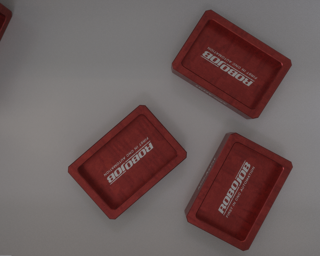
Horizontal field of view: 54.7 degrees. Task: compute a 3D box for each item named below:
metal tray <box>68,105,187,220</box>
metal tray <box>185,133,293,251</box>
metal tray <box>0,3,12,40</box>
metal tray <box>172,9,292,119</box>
[{"bbox_3d":[-0.041,0.043,0.408,0.130,0.030,0.090,-41,90,0],"label":"metal tray"},{"bbox_3d":[0.102,0.081,0.409,0.090,0.030,0.130,28,90,0],"label":"metal tray"},{"bbox_3d":[-0.240,-0.104,0.376,0.030,0.090,0.129,25,90,0],"label":"metal tray"},{"bbox_3d":[0.092,-0.081,0.409,0.130,0.030,0.090,32,90,0],"label":"metal tray"}]
